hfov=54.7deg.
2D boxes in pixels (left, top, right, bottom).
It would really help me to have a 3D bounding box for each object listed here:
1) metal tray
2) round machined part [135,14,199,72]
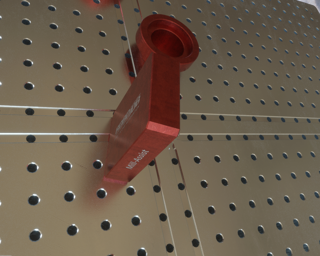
[{"bbox_3d":[-0.022,-0.006,0.334,0.030,0.129,0.090,16,56,-20],"label":"metal tray"},{"bbox_3d":[0.008,-0.125,0.479,0.099,0.042,0.098,14,56,-21],"label":"round machined part"}]
